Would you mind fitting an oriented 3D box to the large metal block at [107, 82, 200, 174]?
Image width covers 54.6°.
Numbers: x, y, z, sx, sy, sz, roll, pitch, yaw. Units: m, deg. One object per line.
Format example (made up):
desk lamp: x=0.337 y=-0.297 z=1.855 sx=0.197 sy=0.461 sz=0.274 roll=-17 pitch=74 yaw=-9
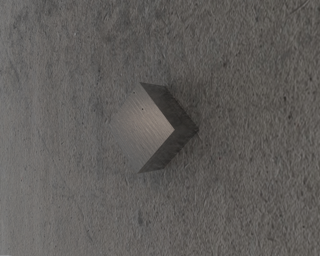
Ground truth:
large metal block: x=-0.011 y=0.000 z=0.399 sx=0.080 sy=0.050 sz=0.080 roll=-51 pitch=60 yaw=28
